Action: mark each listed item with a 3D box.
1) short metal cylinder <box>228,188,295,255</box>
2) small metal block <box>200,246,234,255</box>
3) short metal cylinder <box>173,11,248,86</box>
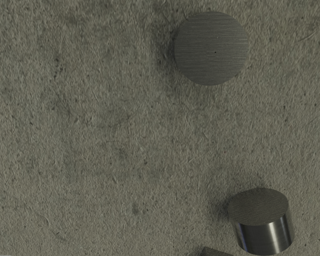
[{"bbox_3d":[0.140,0.127,0.429,0.080,0.080,0.050,-17,109,6],"label":"short metal cylinder"},{"bbox_3d":[0.086,0.223,0.493,0.050,0.025,0.050,20,109,-8],"label":"small metal block"},{"bbox_3d":[0.056,-0.094,0.362,0.081,0.050,0.079,0,110,0],"label":"short metal cylinder"}]
